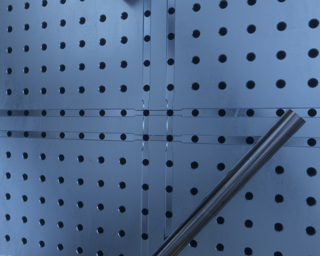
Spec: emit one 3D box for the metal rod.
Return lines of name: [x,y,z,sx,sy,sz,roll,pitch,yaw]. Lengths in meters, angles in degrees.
metal rod: [0.065,0.097,0.389,0.025,0.025,0.299,43,103,15]
